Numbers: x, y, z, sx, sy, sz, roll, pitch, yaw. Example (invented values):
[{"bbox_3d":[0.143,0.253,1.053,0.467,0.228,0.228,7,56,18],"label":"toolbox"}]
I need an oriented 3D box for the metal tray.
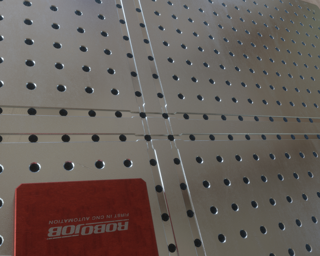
[{"bbox_3d":[-0.072,0.099,0.305,0.131,0.030,0.090,2,61,-27],"label":"metal tray"}]
